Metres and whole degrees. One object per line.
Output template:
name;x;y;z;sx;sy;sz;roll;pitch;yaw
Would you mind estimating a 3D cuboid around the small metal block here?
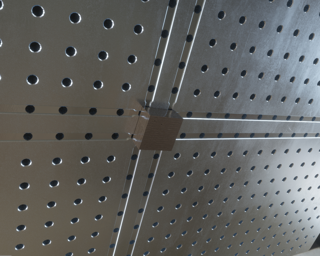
small metal block;-0.003;0.002;0.412;0.050;0.025;0.050;5;116;-31
